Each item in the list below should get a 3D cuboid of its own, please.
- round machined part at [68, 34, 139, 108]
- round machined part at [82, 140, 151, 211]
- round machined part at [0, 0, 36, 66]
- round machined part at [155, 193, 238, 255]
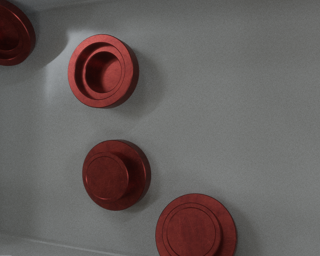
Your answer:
[{"bbox_3d":[-0.073,-0.075,0.427,0.098,0.042,0.097,0,90,20],"label":"round machined part"},{"bbox_3d":[-0.066,0.065,0.425,0.098,0.042,0.097,0,90,20],"label":"round machined part"},{"bbox_3d":[-0.237,-0.147,0.468,0.099,0.042,0.097,2,128,3],"label":"round machined part"},{"bbox_3d":[0.041,0.126,0.369,0.098,0.042,0.098,-7,65,15],"label":"round machined part"}]
